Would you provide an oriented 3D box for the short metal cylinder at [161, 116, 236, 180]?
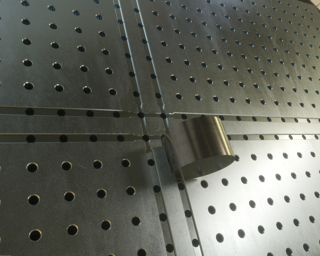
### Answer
[{"bbox_3d":[0.046,0.027,0.383,0.081,0.080,0.050,-1,63,-29],"label":"short metal cylinder"}]
